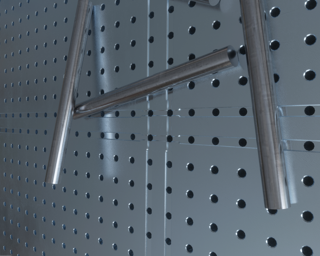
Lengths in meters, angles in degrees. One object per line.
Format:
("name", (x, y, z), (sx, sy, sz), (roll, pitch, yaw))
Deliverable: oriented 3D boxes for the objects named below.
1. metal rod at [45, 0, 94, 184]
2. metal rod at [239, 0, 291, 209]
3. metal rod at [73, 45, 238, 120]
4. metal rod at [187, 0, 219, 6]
("metal rod", (-0.147, -0.060, 0.504), (0.025, 0.025, 0.299), (6, 85, 40))
("metal rod", (0.104, -0.069, 0.324), (0.025, 0.025, 0.299), (-9, 84, 40))
("metal rod", (-0.033, -0.053, 0.437), (0.299, 0.025, 0.025), (-13, 82, 39))
("metal rod", (-0.041, -0.215, 0.444), (0.300, 0.025, 0.025), (30, 109, 36))
